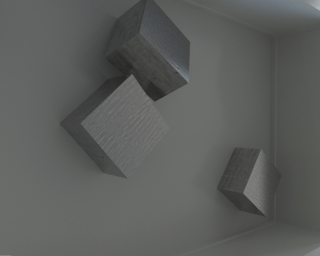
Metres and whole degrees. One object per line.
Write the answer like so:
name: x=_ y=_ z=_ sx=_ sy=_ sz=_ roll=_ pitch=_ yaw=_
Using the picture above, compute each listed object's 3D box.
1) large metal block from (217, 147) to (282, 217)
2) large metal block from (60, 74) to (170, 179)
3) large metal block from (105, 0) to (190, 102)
large metal block: x=0.151 y=0.089 z=0.517 sx=0.080 sy=0.050 sz=0.080 roll=44 pitch=63 yaw=-31
large metal block: x=-0.048 y=-0.002 z=0.350 sx=0.080 sy=0.050 sz=0.080 roll=-50 pitch=120 yaw=-28
large metal block: x=-0.010 y=-0.092 z=0.362 sx=0.080 sy=0.050 sz=0.080 roll=40 pitch=39 yaw=-33
